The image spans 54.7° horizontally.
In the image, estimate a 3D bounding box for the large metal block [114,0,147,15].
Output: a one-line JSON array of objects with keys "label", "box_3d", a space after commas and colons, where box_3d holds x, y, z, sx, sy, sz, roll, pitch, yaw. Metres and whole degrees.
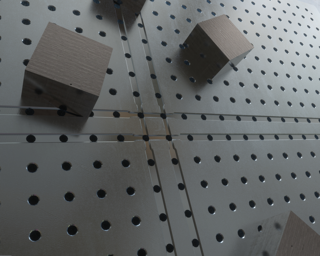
[{"label": "large metal block", "box_3d": [-0.050, -0.251, 0.520, 0.080, 0.050, 0.080, 27, 52, -12]}]

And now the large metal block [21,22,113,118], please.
[{"label": "large metal block", "box_3d": [-0.110, -0.069, 0.376, 0.081, 0.050, 0.080, 20, 54, -17]}]

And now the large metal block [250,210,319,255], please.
[{"label": "large metal block", "box_3d": [0.163, 0.164, 0.382, 0.080, 0.050, 0.080, 42, 51, 0]}]

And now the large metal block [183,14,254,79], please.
[{"label": "large metal block", "box_3d": [0.101, -0.142, 0.536, 0.081, 0.050, 0.080, -32, 80, -38]}]
